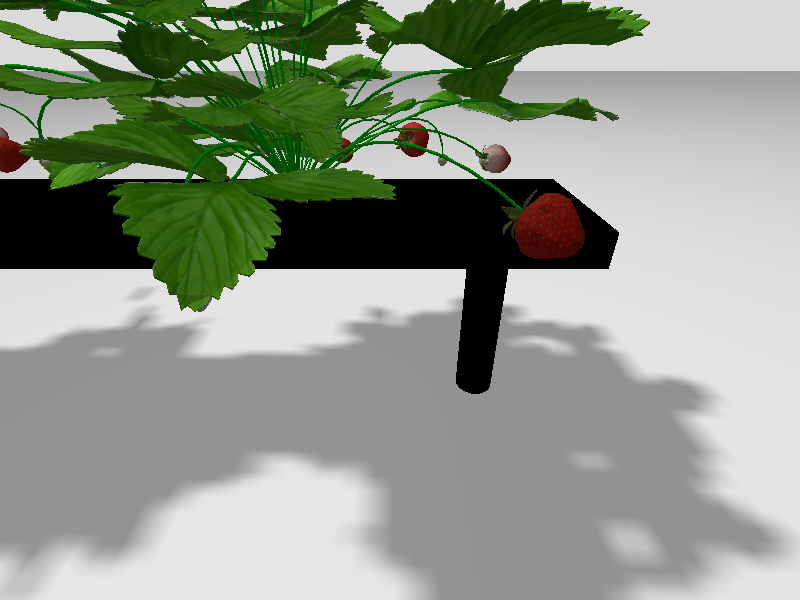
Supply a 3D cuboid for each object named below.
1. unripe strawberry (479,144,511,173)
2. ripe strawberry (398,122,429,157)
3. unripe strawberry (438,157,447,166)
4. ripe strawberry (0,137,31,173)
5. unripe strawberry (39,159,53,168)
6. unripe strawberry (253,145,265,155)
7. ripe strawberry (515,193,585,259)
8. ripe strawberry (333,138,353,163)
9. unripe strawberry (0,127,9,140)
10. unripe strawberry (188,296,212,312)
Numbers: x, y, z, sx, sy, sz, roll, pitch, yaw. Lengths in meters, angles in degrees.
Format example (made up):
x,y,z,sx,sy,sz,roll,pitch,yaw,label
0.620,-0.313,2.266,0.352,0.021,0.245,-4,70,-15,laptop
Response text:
x,y,z,sx,sy,sz,roll,pitch,yaw,label
0.101,-0.149,0.422,0.033,0.029,0.033,-6,31,-25,unripe strawberry
0.019,-0.202,0.504,0.038,0.040,0.041,17,30,26,ripe strawberry
0.046,-0.149,0.428,0.010,0.011,0.011,-20,37,-29,unripe strawberry
-0.427,-0.159,0.434,0.039,0.038,0.036,-25,39,-36,ripe strawberry
-0.325,-0.126,0.370,0.011,0.011,0.010,4,32,6,unripe strawberry
-0.175,-0.197,0.502,0.033,0.029,0.030,-14,23,-21,unripe strawberry
0.089,-0.041,0.237,0.040,0.039,0.044,36,43,17,ripe strawberry
-0.068,-0.178,0.475,0.027,0.028,0.029,4,31,7,ripe strawberry
-0.552,-0.226,0.550,0.025,0.028,0.027,-2,31,-3,unripe strawberry
-0.095,-0.001,0.188,0.013,0.014,0.014,1,31,1,unripe strawberry
